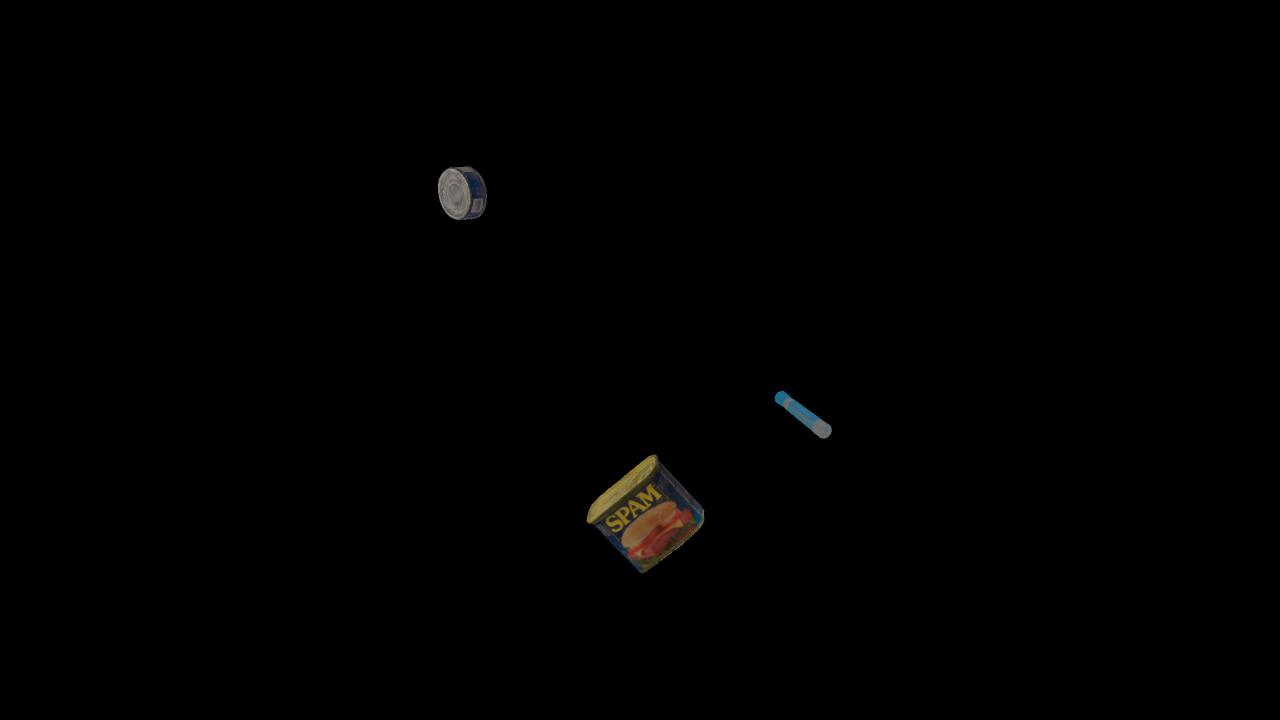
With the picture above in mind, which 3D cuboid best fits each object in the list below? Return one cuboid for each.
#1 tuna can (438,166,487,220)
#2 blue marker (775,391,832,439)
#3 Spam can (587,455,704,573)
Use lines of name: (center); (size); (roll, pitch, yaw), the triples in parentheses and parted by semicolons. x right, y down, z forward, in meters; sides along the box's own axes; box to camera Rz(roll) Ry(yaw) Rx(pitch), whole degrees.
tuna can: (-0.289, -0.270, 0.998); (0.084, 0.084, 0.034); (0, 16, 37)
blue marker: (0.203, 0.066, 0.778); (0.020, 0.020, 0.121); (0, 17, -15)
Spam can: (0.007, 0.169, 0.675); (0.101, 0.085, 0.058); (-40, 8, 12)
